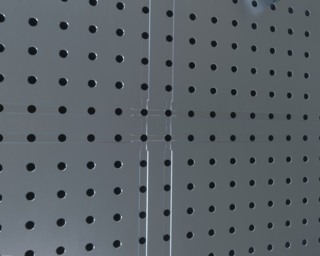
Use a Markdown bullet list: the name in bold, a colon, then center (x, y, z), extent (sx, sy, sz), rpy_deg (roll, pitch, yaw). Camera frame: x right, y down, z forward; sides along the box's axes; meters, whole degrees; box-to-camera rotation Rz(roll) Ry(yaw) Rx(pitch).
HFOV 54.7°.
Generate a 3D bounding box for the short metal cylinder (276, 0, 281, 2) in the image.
- **short metal cylinder**: center (0.199, -0.231, 0.456), extent (0.080, 0.080, 0.050), rpy_deg (-36, 102, -16)
